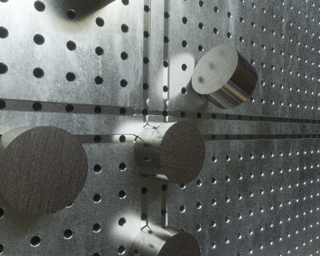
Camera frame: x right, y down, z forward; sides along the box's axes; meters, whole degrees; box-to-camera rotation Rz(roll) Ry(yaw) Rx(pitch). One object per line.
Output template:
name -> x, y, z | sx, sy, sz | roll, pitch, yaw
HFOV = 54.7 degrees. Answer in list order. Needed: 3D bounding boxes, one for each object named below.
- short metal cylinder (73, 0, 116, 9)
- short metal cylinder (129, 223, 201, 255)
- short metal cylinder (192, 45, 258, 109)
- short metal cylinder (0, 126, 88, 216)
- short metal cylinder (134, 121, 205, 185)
short metal cylinder -> -0.068, -0.178, 0.337 | 0.081, 0.050, 0.079 | 0, 90, -40
short metal cylinder -> 0.007, 0.170, 0.401 | 0.081, 0.050, 0.079 | 0, 90, -40
short metal cylinder -> 0.094, -0.074, 0.454 | 0.050, 0.080, 0.080 | 29, 72, -37
short metal cylinder -> -0.117, 0.038, 0.296 | 0.081, 0.050, 0.079 | 0, 90, -40
short metal cylinder -> 0.014, 0.031, 0.407 | 0.081, 0.050, 0.079 | 0, 90, -40
